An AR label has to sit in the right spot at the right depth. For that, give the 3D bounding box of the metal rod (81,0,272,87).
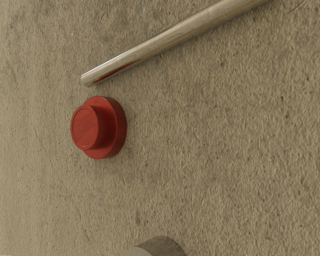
[{"bbox_3d":[-0.003,-0.109,0.405,0.300,0.025,0.025,-16,80,38],"label":"metal rod"}]

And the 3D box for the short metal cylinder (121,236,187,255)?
[{"bbox_3d":[-0.008,0.184,0.393,0.080,0.050,0.079,0,90,39],"label":"short metal cylinder"}]

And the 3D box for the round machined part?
[{"bbox_3d":[-0.100,-0.001,0.474,0.098,0.042,0.097,0,90,39],"label":"round machined part"}]
